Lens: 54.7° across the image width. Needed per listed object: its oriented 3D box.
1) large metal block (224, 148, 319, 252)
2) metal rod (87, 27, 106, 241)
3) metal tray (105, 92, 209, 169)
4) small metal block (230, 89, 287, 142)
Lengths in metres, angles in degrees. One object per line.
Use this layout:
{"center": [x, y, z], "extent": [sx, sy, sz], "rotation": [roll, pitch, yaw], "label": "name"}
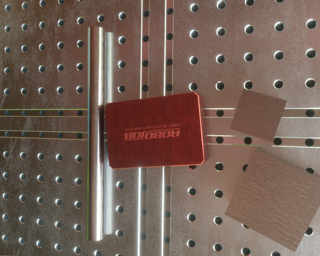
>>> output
{"center": [0.131, 0.077, 0.353], "extent": [0.080, 0.050, 0.080], "rotation": [26, 98, 17], "label": "large metal block"}
{"center": [-0.091, 0.008, 0.443], "extent": [0.025, 0.025, 0.298], "rotation": [0, 90, 19], "label": "metal rod"}
{"center": [-0.006, 0.005, 0.411], "extent": [0.130, 0.030, 0.089], "rotation": [-5, 88, 19], "label": "metal tray"}
{"center": [0.118, -0.015, 0.371], "extent": [0.050, 0.025, 0.050], "rotation": [19, 96, 18], "label": "small metal block"}
